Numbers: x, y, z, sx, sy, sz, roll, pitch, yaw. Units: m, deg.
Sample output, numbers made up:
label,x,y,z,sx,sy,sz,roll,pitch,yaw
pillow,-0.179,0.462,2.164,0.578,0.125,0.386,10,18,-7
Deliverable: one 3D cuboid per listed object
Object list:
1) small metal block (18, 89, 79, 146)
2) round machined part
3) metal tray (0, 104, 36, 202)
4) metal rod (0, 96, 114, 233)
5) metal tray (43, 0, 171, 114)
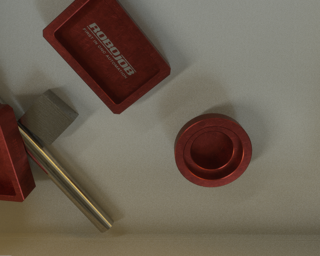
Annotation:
label,x,y,z,sx,sy,sz,roll,pitch,yaw
small metal block,-0.144,-0.014,0.404,0.050,0.025,0.050,-43,105,14
round machined part,0.068,0.026,0.413,0.099,0.042,0.097,0,110,-1
metal tray,-0.223,0.033,0.399,0.090,0.030,0.129,2,118,11
metal rod,-0.166,0.033,0.420,0.025,0.025,0.300,-34,107,11
metal tray,-0.060,-0.092,0.373,0.090,0.030,0.130,-37,106,12
